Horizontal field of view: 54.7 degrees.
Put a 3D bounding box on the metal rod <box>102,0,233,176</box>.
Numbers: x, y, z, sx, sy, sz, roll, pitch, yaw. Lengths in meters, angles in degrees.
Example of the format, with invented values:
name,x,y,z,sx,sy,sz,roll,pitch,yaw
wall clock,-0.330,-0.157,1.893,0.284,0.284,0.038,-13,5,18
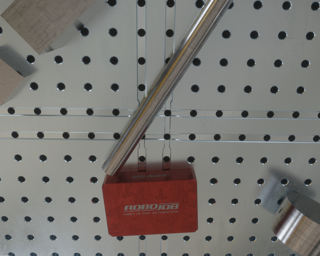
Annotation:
name,x,y,z,sx,sy,sz,roll,pitch,yaw
metal rod,0.010,-0.059,0.391,0.025,0.025,0.299,31,107,-11

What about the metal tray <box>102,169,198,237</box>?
name,x,y,z,sx,sy,sz,roll,pitch,yaw
metal tray,-0.012,0.109,0.451,0.131,0.030,0.089,-3,110,0

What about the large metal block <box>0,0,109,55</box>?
name,x,y,z,sx,sy,sz,roll,pitch,yaw
large metal block,-0.108,-0.129,0.335,0.080,0.080,0.050,-38,106,12

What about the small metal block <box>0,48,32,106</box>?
name,x,y,z,sx,sy,sz,roll,pitch,yaw
small metal block,-0.201,-0.065,0.387,0.050,0.025,0.050,42,104,-14

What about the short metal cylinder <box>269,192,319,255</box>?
name,x,y,z,sx,sy,sz,roll,pitch,yaw
short metal cylinder,0.205,0.135,0.437,0.080,0.080,0.050,21,109,-8
